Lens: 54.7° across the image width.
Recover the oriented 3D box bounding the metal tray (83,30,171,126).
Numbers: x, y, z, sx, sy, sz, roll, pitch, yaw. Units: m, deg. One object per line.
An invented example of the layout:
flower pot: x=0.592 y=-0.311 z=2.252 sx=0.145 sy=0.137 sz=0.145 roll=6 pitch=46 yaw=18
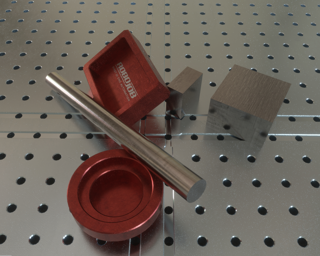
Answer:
metal tray: x=-0.051 y=-0.067 z=0.430 sx=0.090 sy=0.030 sz=0.130 roll=-37 pitch=53 yaw=13

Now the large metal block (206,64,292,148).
large metal block: x=0.119 y=-0.032 z=0.420 sx=0.080 sy=0.050 sz=0.080 roll=25 pitch=54 yaw=19

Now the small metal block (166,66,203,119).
small metal block: x=0.034 y=-0.049 z=0.433 sx=0.025 sy=0.050 sz=0.050 roll=29 pitch=56 yaw=22

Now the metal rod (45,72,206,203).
metal rod: x=-0.064 y=-0.008 z=0.373 sx=0.025 sy=0.025 sz=0.300 roll=-34 pitch=46 yaw=-25

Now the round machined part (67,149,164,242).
round machined part: x=-0.045 y=0.074 z=0.334 sx=0.099 sy=0.042 sz=0.098 roll=0 pitch=50 yaw=0
